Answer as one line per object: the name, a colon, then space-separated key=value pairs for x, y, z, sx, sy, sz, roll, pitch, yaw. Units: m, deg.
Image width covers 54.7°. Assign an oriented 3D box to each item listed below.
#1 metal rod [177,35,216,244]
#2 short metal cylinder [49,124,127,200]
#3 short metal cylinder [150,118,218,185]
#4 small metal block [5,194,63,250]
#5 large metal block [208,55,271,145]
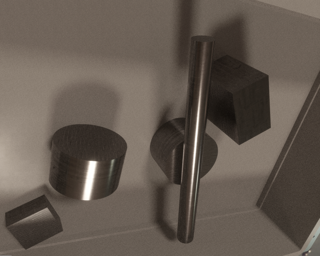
metal rod: x=0.041 y=0.037 z=0.390 sx=0.025 sy=0.025 sz=0.298 roll=-13 pitch=124 yaw=-22
short metal cylinder: x=-0.082 y=0.036 z=0.352 sx=0.081 sy=0.080 sz=0.050 roll=1 pitch=118 yaw=-29
short metal cylinder: x=0.033 y=0.032 z=0.432 sx=0.081 sy=0.050 sz=0.079 roll=-14 pitch=125 yaw=-21
small metal block: x=-0.160 y=0.121 z=0.397 sx=0.050 sy=0.025 sz=0.050 roll=-25 pitch=128 yaw=-13
large metal block: x=0.095 y=-0.038 z=0.404 sx=0.050 sy=0.080 sz=0.080 roll=-27 pitch=128 yaw=-12
